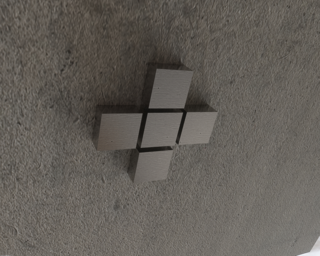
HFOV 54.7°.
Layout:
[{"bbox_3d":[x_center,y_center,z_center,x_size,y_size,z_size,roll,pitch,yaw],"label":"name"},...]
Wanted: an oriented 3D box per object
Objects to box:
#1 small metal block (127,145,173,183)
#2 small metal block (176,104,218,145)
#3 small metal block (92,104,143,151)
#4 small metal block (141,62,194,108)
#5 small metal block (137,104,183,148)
[{"bbox_3d":[-0.014,0.047,0.431,0.050,0.025,0.050,-2,120,-28],"label":"small metal block"},{"bbox_3d":[0.047,-0.005,0.433,0.050,0.025,0.050,-2,119,-28],"label":"small metal block"},{"bbox_3d":[-0.053,-0.001,0.380,0.050,0.025,0.050,-2,119,-28],"label":"small metal block"},{"bbox_3d":[0.008,-0.052,0.382,0.050,0.025,0.050,-2,119,-28],"label":"small metal block"},{"bbox_3d":[-0.003,-0.003,0.407,0.050,0.025,0.050,-2,119,-28],"label":"small metal block"}]
